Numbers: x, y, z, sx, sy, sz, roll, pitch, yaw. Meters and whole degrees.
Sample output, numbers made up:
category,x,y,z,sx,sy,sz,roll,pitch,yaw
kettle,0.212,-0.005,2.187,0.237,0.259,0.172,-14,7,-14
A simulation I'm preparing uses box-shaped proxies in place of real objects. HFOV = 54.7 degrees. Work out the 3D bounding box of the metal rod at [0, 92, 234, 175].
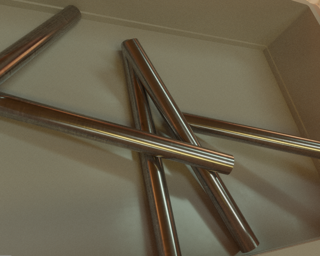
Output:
category,x,y,z,sx,sy,sz,roll,pitch,yaw
metal rod,-0.060,0.004,0.344,0.302,0.025,0.025,15,55,-10

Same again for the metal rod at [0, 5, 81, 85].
category,x,y,z,sx,sy,sz,roll,pitch,yaw
metal rod,-0.164,-0.067,0.329,0.025,0.025,0.301,32,43,-8

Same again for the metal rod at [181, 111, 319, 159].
category,x,y,z,sx,sy,sz,roll,pitch,yaw
metal rod,0.164,0.019,0.420,0.302,0.025,0.025,12,54,1

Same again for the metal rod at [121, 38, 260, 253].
category,x,y,z,sx,sy,sz,roll,pitch,yaw
metal rod,0.035,0.017,0.394,0.025,0.025,0.299,-25,81,-37

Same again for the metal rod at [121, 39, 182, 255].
category,x,y,z,sx,sy,sz,roll,pitch,yaw
metal rod,-0.017,0.010,0.390,0.025,0.025,0.299,2,61,-27
